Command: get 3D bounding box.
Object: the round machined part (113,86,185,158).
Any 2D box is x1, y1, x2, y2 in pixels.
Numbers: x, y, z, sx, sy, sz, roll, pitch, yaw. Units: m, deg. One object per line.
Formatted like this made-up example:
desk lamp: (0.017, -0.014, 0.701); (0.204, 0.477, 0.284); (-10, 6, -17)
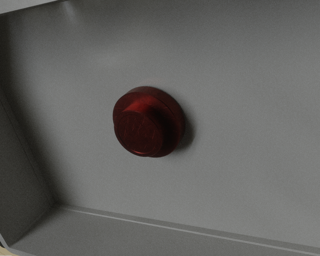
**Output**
round machined part: (-0.020, -0.001, 0.404); (0.098, 0.042, 0.097); (13, 124, 21)
